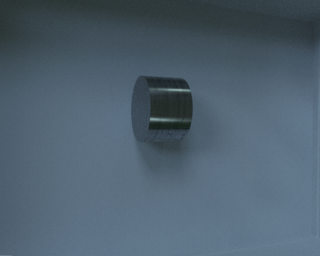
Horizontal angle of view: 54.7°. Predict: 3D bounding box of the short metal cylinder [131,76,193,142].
[{"bbox_3d":[0.000,-0.023,0.380,0.050,0.080,0.079,0,90,-20],"label":"short metal cylinder"}]
